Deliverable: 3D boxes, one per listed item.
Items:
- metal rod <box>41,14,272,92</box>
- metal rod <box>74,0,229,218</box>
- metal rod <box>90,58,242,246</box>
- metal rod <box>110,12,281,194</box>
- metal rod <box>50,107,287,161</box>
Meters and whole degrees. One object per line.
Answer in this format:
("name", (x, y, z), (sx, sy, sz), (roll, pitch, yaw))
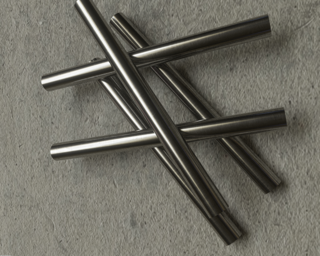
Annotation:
("metal rod", (-0.019, -0.089, 0.390), (0.301, 0.025, 0.025), (-10, 87, 19))
("metal rod", (-0.016, -0.033, 0.362), (0.025, 0.025, 0.299), (-36, 79, 16))
("metal rod", (-0.002, 0.022, 0.409), (0.025, 0.025, 0.300), (-42, 77, 15))
("metal rod", (0.036, -0.040, 0.396), (0.025, 0.025, 0.300), (-44, 77, 14))
("metal rod", (-0.004, 0.011, 0.385), (0.301, 0.025, 0.025), (-9, 87, 19))
